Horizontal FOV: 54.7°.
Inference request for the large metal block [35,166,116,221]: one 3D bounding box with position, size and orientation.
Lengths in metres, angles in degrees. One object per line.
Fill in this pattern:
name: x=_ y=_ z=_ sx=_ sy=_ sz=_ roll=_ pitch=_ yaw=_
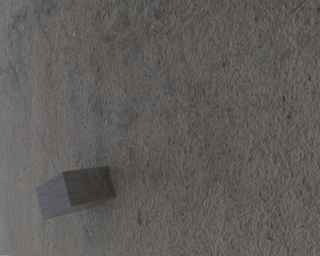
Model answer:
large metal block: x=-0.129 y=0.099 z=0.476 sx=0.080 sy=0.081 sz=0.050 roll=-30 pitch=71 yaw=36
